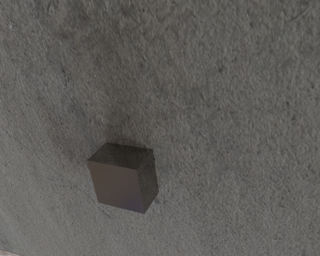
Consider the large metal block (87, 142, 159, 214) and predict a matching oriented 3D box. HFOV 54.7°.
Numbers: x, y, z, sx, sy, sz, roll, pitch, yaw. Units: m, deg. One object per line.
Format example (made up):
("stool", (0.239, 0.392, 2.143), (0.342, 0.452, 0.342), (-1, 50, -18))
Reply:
("large metal block", (-0.053, 0.073, 0.462), (0.080, 0.050, 0.079), (7, 122, 24))
